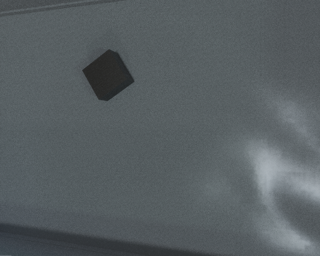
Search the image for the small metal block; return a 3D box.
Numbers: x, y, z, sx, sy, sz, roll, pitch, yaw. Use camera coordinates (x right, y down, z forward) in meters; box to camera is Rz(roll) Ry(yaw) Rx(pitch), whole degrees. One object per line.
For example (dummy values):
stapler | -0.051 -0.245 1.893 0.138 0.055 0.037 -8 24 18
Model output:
small metal block | -0.073 -0.073 0.435 0.050 0.025 0.050 -33 80 16
